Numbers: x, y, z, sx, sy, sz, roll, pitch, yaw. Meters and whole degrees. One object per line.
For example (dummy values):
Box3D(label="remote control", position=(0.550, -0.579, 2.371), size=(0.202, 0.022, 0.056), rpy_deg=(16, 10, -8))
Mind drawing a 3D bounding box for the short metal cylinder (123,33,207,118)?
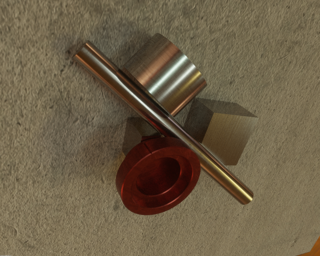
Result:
Box3D(label="short metal cylinder", position=(0.005, -0.057, 0.342), size=(0.050, 0.080, 0.080), rpy_deg=(-45, 130, 2))

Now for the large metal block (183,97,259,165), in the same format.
Box3D(label="large metal block", position=(0.080, 0.006, 0.442), size=(0.081, 0.050, 0.079), rpy_deg=(4, 116, -31))

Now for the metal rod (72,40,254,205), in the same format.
Box3D(label="metal rod", position=(0.021, 0.009, 0.379), size=(0.025, 0.025, 0.300), rpy_deg=(-47, 115, 4))

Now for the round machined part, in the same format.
Box3D(label="round machined part", position=(-0.005, 0.051, 0.364), size=(0.099, 0.042, 0.097), rpy_deg=(-14, 126, -20))

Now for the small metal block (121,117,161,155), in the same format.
Box3D(label="small metal block", position=(-0.025, 0.019, 0.392), size=(0.025, 0.050, 0.050), rpy_deg=(-2, 120, -28))
